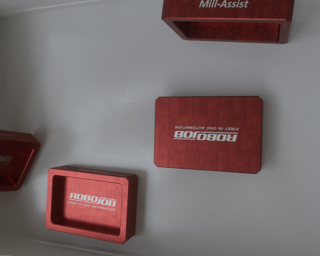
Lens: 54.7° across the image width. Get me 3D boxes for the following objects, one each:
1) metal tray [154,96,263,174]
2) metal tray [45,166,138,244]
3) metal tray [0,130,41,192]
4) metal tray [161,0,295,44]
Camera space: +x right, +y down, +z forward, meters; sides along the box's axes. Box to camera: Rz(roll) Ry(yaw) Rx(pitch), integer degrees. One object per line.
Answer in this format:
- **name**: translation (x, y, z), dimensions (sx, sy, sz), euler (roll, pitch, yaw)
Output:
- **metal tray**: translation (0.059, 0.006, 0.387), dimensions (0.130, 0.030, 0.089), euler (2, 91, 20)
- **metal tray**: translation (-0.099, 0.106, 0.442), dimensions (0.130, 0.030, 0.089), euler (4, 91, 19)
- **metal tray**: translation (-0.249, 0.047, 0.441), dimensions (0.030, 0.131, 0.090), euler (35, 102, 32)
- **metal tray**: translation (0.078, -0.123, 0.348), dimensions (0.130, 0.090, 0.030), euler (8, 93, 19)
